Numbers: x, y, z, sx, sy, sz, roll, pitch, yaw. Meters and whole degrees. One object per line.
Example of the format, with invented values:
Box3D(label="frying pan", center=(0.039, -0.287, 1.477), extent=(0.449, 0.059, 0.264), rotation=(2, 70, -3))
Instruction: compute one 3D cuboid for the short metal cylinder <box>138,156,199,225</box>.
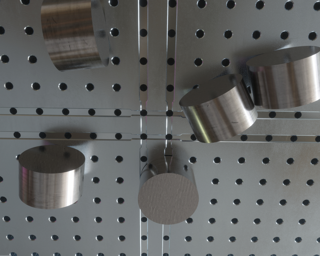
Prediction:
Box3D(label="short metal cylinder", center=(0.011, 0.086, 0.432), extent=(0.081, 0.050, 0.079), rotation=(0, 110, 0))

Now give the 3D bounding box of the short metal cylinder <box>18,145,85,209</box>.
Box3D(label="short metal cylinder", center=(-0.141, 0.061, 0.405), extent=(0.081, 0.080, 0.050), rotation=(8, 110, -3))

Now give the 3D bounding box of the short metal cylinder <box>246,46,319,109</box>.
Box3D(label="short metal cylinder", center=(0.146, -0.060, 0.363), extent=(0.080, 0.080, 0.050), rotation=(-14, 110, 5))

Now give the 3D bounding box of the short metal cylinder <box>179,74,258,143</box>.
Box3D(label="short metal cylinder", center=(0.070, -0.025, 0.375), extent=(0.080, 0.080, 0.050), rotation=(-25, 108, 9))

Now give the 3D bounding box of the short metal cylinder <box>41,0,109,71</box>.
Box3D(label="short metal cylinder", center=(-0.090, -0.105, 0.344), extent=(0.050, 0.080, 0.079), rotation=(-6, 110, 2))
